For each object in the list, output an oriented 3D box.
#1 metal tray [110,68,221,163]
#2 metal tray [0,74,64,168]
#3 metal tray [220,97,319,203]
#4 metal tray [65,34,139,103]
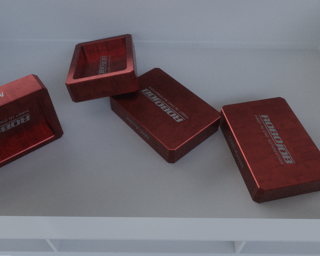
[{"bbox_3d":[0.005,-0.023,0.421,0.091,0.030,0.130,-34,58,-25],"label":"metal tray"},{"bbox_3d":[-0.187,0.002,0.358,0.131,0.089,0.030,-29,56,-23],"label":"metal tray"},{"bbox_3d":[0.137,0.021,0.386,0.091,0.030,0.130,-9,51,-8],"label":"metal tray"},{"bbox_3d":[-0.081,-0.092,0.452,0.091,0.030,0.130,-11,39,1],"label":"metal tray"}]
